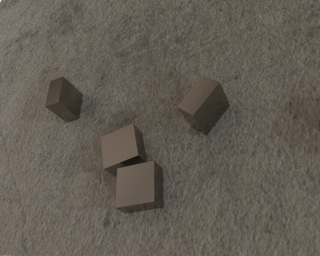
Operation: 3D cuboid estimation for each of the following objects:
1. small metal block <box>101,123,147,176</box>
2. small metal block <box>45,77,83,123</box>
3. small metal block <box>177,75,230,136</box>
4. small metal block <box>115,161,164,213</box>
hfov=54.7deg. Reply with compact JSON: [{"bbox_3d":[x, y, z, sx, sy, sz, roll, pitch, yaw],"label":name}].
[{"bbox_3d":[-0.048,0.029,0.410,0.050,0.025,0.050,-23,54,14],"label":"small metal block"},{"bbox_3d":[-0.151,-0.044,0.492,0.025,0.050,0.050,-15,56,20],"label":"small metal block"},{"bbox_3d":[0.054,-0.026,0.375,0.025,0.050,0.050,33,80,38],"label":"small metal block"},{"bbox_3d":[-0.024,0.071,0.372,0.050,0.025,0.050,-14,56,20],"label":"small metal block"}]
